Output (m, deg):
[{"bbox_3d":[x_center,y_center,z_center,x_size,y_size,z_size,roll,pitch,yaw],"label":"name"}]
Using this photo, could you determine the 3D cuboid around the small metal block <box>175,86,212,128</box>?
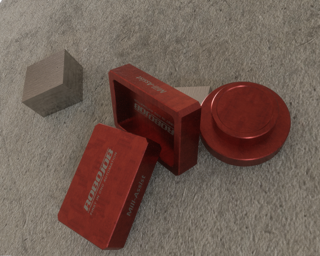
[{"bbox_3d":[0.039,-0.025,0.398,0.050,0.025,0.050,2,62,28],"label":"small metal block"}]

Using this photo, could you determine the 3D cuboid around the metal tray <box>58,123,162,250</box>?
[{"bbox_3d":[-0.062,0.066,0.374,0.090,0.030,0.130,16,80,36],"label":"metal tray"}]

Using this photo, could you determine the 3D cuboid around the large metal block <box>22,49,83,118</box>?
[{"bbox_3d":[-0.180,-0.075,0.526,0.080,0.050,0.080,-21,54,15],"label":"large metal block"}]

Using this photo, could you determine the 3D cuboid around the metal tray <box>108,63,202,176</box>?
[{"bbox_3d":[-0.010,-0.013,0.372,0.030,0.089,0.130,-28,44,-31],"label":"metal tray"}]

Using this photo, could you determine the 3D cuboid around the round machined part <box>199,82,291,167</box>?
[{"bbox_3d":[0.090,-0.011,0.336,0.098,0.042,0.098,-4,62,8],"label":"round machined part"}]
